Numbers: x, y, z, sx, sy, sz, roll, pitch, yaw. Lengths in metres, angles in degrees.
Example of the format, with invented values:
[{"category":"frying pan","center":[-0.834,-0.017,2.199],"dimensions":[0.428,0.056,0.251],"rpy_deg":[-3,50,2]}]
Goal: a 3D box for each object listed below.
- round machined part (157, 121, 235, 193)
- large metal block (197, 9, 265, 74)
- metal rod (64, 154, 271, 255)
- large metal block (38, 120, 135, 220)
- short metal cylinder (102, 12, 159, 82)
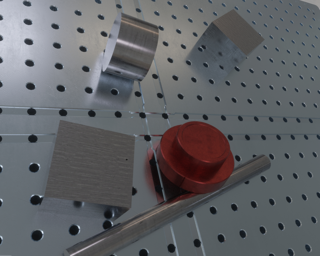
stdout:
[{"category":"round machined part","center":[0.048,0.029,0.389],"dimensions":[0.099,0.042,0.098],"rpy_deg":[11,43,-11]},{"category":"large metal block","center":[0.128,-0.157,0.557],"dimensions":[0.080,0.050,0.080],"rpy_deg":[46,51,4]},{"category":"metal rod","center":[0.035,0.088,0.373],"dimensions":[0.302,0.025,0.025],"rpy_deg":[-17,71,-35]},{"category":"large metal block","center":[-0.075,0.046,0.324],"dimensions":[0.081,0.050,0.080],"rpy_deg":[14,56,-21]},{"category":"short metal cylinder","center":[-0.041,-0.107,0.416],"dimensions":[0.050,0.080,0.080],"rpy_deg":[14,56,-21]}]
